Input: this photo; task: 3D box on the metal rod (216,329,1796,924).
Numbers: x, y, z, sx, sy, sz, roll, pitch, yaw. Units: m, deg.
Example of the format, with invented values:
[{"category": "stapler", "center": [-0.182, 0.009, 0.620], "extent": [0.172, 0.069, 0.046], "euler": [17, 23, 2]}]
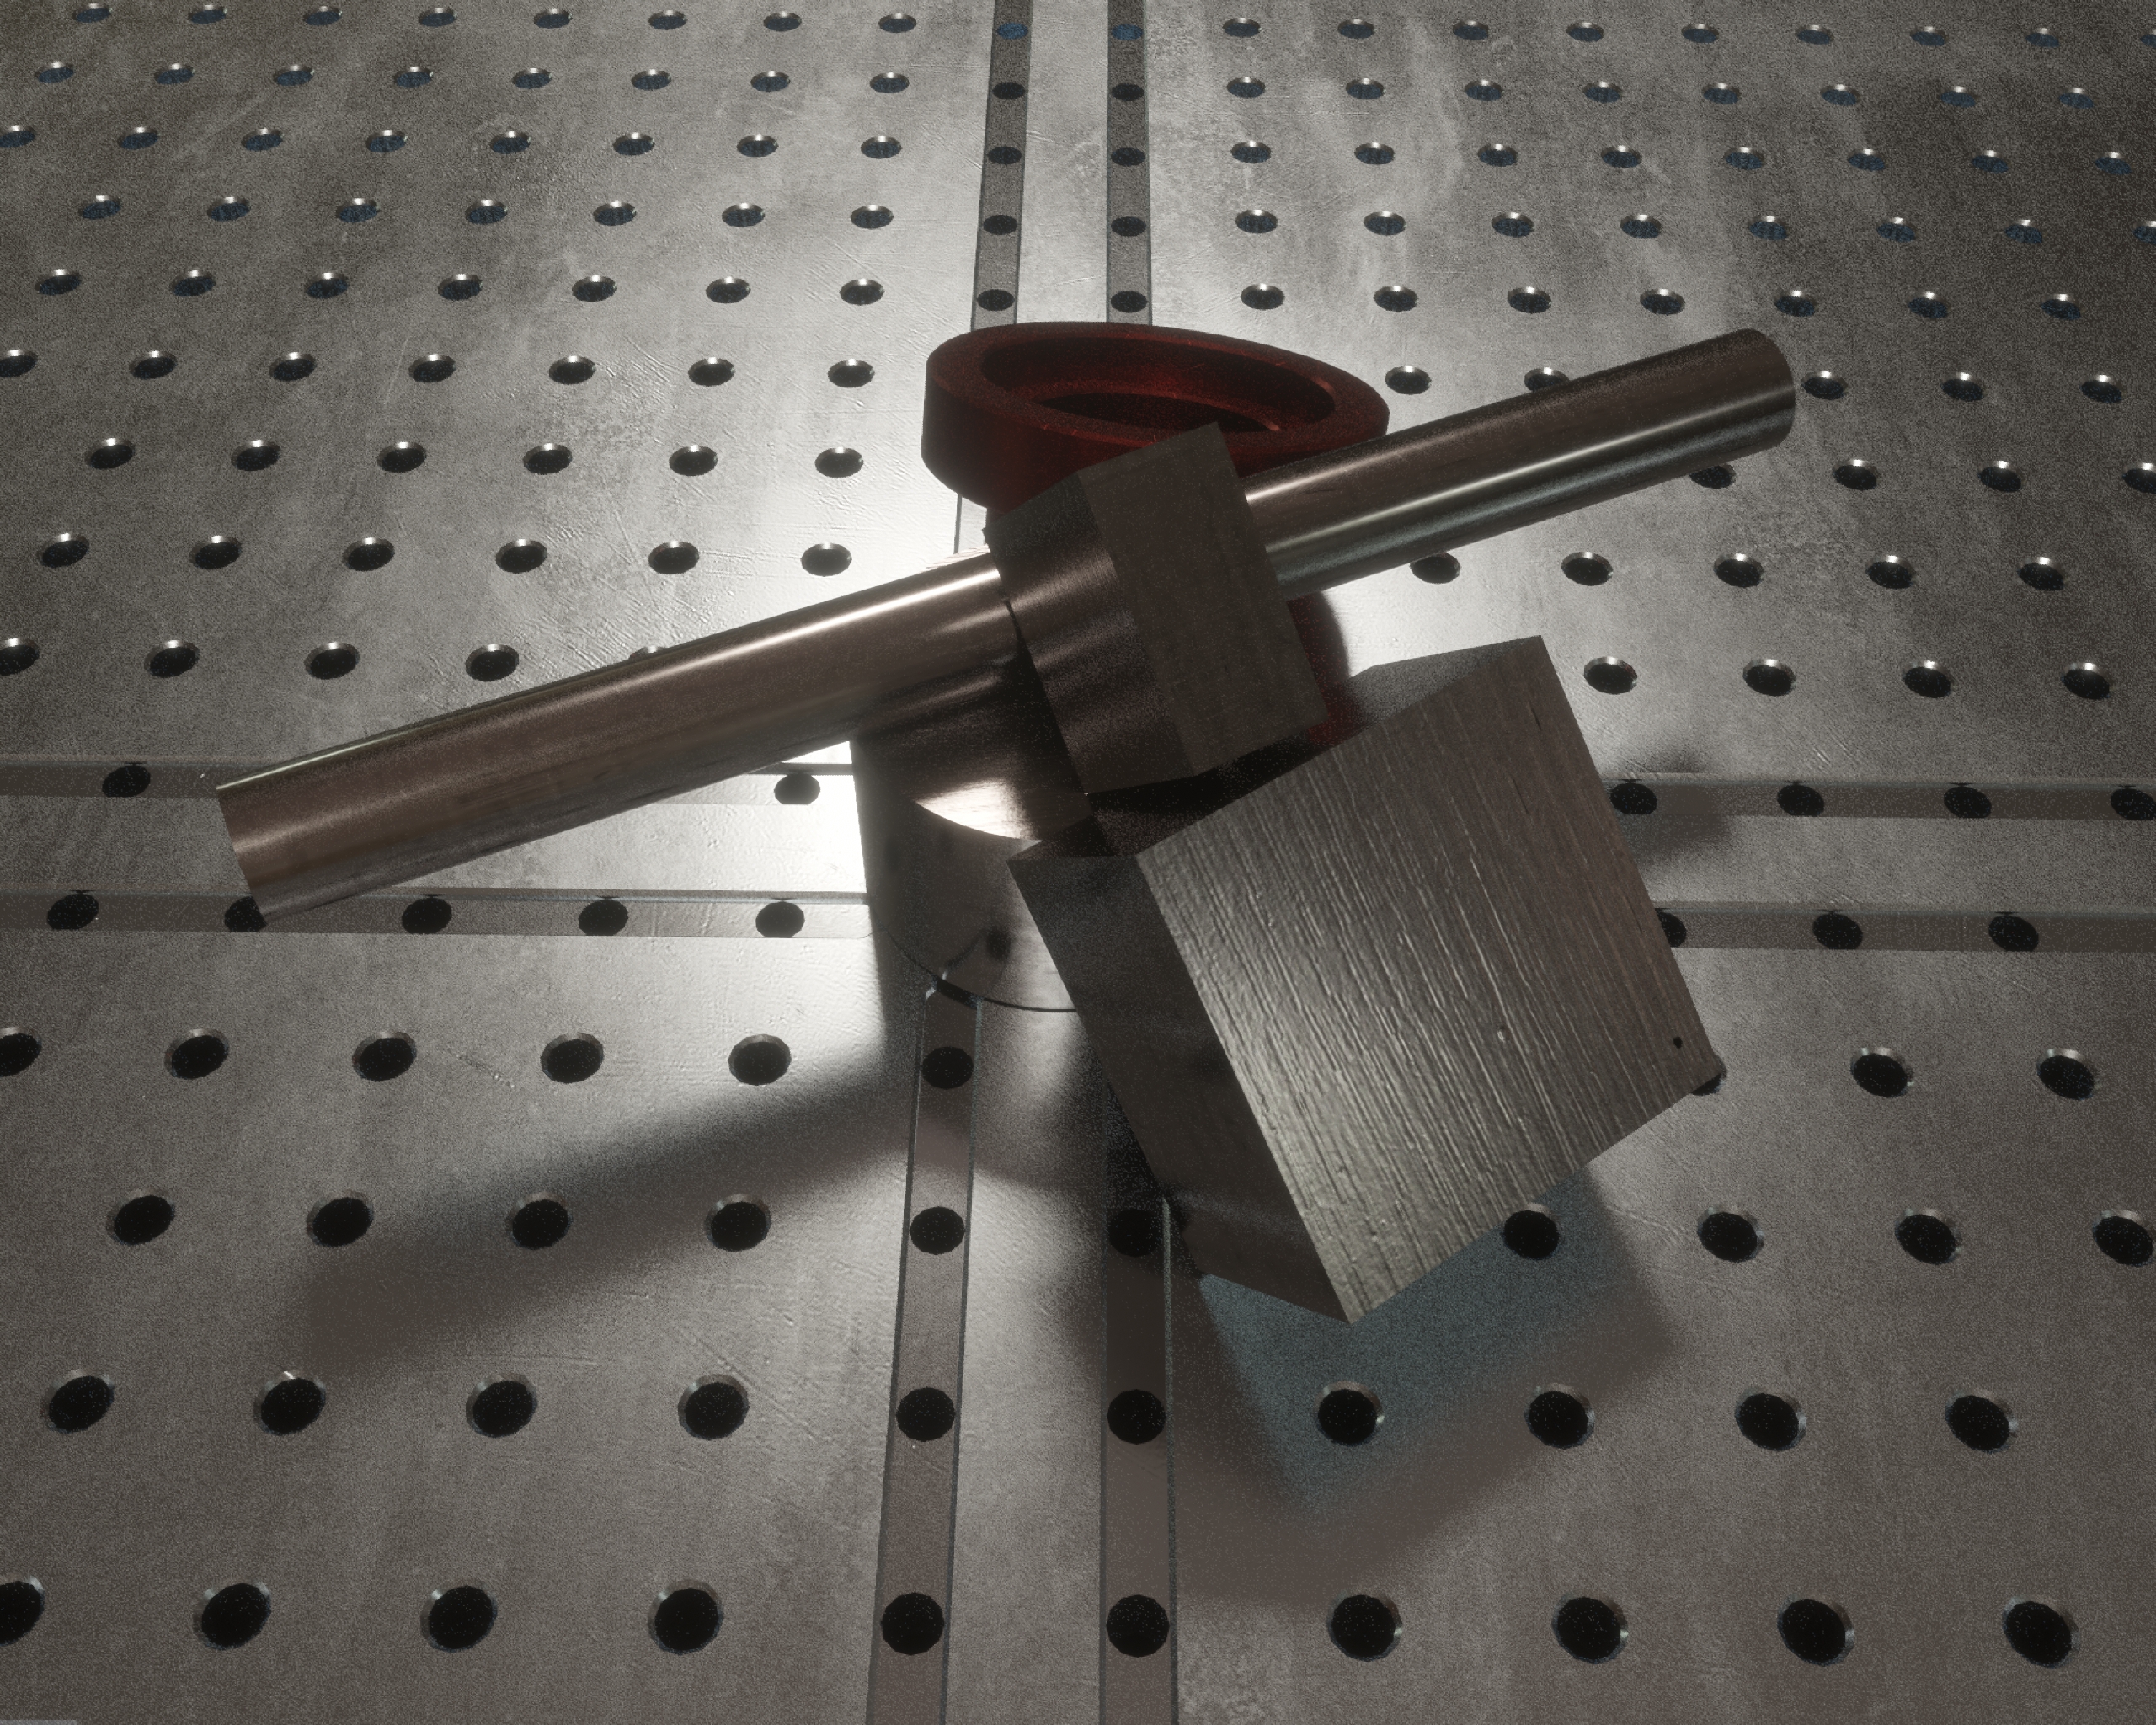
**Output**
[{"category": "metal rod", "center": [0.001, -0.049, 0.383], "extent": [0.302, 0.025, 0.025], "euler": [-19, 53, -16]}]

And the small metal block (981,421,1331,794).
[{"category": "small metal block", "center": [0.012, -0.040, 0.346], "extent": [0.025, 0.050, 0.050], "euler": [-23, 96, -19]}]

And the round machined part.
[{"category": "round machined part", "center": [0.015, -0.084, 0.452], "extent": [0.099, 0.042, 0.098], "euler": [5, 28, -2]}]

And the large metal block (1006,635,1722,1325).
[{"category": "large metal block", "center": [0.048, 0.017, 0.348], "extent": [0.081, 0.050, 0.080], "euler": [-29, 100, -22]}]

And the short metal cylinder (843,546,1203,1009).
[{"category": "short metal cylinder", "center": [-0.003, -0.018, 0.406], "extent": [0.081, 0.050, 0.080], "euler": [0, 50, 0]}]
